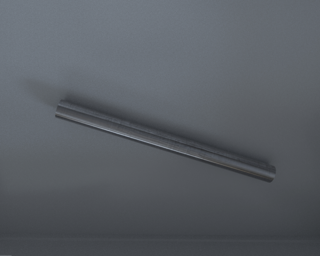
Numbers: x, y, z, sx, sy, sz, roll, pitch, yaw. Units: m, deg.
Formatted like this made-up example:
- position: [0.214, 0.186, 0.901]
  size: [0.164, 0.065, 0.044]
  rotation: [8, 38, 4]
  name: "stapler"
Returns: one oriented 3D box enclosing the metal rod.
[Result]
- position: [0.013, 0.020, 0.417]
  size: [0.302, 0.025, 0.025]
  rotation: [17, 109, -7]
  name: "metal rod"
